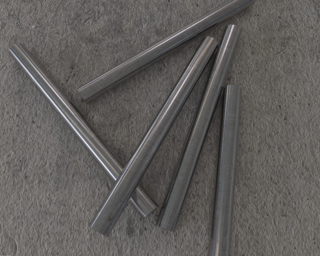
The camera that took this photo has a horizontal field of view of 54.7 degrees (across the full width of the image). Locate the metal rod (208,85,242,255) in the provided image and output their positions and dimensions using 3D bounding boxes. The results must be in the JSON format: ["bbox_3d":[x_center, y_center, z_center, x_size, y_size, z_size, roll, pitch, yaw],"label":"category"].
[{"bbox_3d":[0.077,0.085,0.377,0.025,0.025,0.299,8,70,3],"label":"metal rod"}]

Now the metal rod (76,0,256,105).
[{"bbox_3d":[0.016,-0.123,0.453,0.301,0.025,0.025,-33,74,-12],"label":"metal rod"}]

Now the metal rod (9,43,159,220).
[{"bbox_3d":[-0.108,-0.005,0.409,0.025,0.025,0.300,-39,75,-13],"label":"metal rod"}]

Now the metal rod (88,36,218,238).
[{"bbox_3d":[0.004,-0.007,0.393,0.025,0.025,0.300,27,66,9],"label":"metal rod"}]

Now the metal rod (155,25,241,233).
[{"bbox_3d":[0.057,-0.013,0.413,0.025,0.025,0.300,19,71,7],"label":"metal rod"}]
